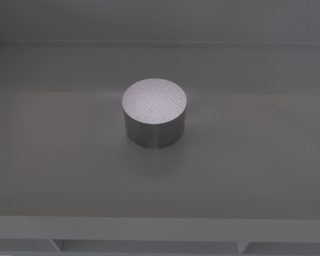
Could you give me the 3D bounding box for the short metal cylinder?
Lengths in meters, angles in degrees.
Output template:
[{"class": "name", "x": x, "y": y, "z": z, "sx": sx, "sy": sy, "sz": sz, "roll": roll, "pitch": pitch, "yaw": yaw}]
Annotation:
[{"class": "short metal cylinder", "x": -0.007, "y": -0.019, "z": 0.405, "sx": 0.080, "sy": 0.050, "sz": 0.080, "roll": 0, "pitch": 50, "yaw": 0}]
